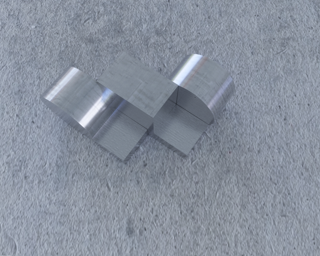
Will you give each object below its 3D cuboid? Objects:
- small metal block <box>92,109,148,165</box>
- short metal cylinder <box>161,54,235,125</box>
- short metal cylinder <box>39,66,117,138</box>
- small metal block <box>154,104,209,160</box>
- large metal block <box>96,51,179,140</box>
[{"bbox_3d":[-0.051,0.012,0.405,0.050,0.025,0.050,34,73,11],"label":"small metal block"},{"bbox_3d":[0.048,-0.048,0.398,0.080,0.080,0.050,34,74,11],"label":"short metal cylinder"},{"bbox_3d":[-0.102,-0.031,0.391,0.080,0.080,0.050,33,74,11],"label":"short metal cylinder"},{"bbox_3d":[0.027,0.005,0.408,0.050,0.025,0.050,34,73,11],"label":"small metal block"},{"bbox_3d":[-0.026,-0.039,0.395,0.080,0.080,0.050,33,73,11],"label":"large metal block"}]
